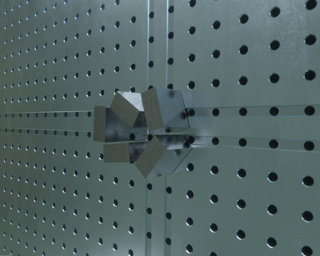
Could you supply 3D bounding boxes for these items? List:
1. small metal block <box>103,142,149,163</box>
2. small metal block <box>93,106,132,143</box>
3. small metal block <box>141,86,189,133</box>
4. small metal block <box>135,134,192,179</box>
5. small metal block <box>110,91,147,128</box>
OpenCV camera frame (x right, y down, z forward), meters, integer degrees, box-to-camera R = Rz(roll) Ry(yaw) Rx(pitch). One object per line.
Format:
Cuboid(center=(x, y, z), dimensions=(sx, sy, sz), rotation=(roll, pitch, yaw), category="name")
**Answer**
Cuboid(center=(-0.042, 0.033, 0.428), dimensions=(0.050, 0.050, 0.025), rotation=(-6, 86, 40), category="small metal block")
Cuboid(center=(-0.068, -0.006, 0.450), dimensions=(0.025, 0.050, 0.050), rotation=(5, 94, 40), category="small metal block")
Cuboid(center=(0.007, -0.022, 0.388), dimensions=(0.025, 0.050, 0.050), rotation=(-21, 76, 38), category="small metal block")
Cuboid(center=(0.004, 0.035, 0.390), dimensions=(0.025, 0.050, 0.050), rotation=(50, 120, 29), category="small metal block")
Cuboid(center=(-0.030, -0.025, 0.419), dimensions=(0.050, 0.050, 0.025), rotation=(41, 116, 32), category="small metal block")
